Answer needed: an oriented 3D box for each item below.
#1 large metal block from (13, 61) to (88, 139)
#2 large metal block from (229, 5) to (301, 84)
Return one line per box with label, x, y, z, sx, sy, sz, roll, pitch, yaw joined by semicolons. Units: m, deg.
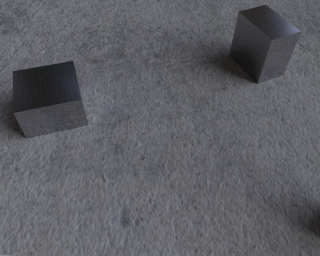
large metal block;-0.148;-0.040;0.419;0.081;0.050;0.080;-13;51;-11
large metal block;0.157;-0.129;0.478;0.050;0.080;0.080;-19;53;-16
